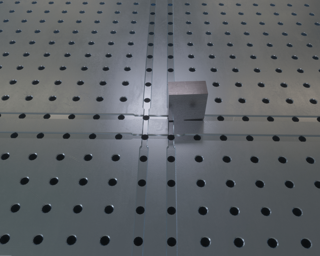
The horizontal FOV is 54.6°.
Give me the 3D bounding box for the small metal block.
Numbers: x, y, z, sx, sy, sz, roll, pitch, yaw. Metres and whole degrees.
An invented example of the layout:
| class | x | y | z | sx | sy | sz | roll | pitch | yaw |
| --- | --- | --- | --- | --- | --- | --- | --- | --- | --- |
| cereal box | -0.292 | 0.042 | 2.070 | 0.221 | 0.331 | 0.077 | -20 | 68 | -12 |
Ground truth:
| class | x | y | z | sx | sy | sz | roll | pitch | yaw |
| --- | --- | --- | --- | --- | --- | --- | --- | --- | --- |
| small metal block | 0.036 | -0.037 | 0.423 | 0.050 | 0.050 | 0.025 | -2 | 50 | -2 |
